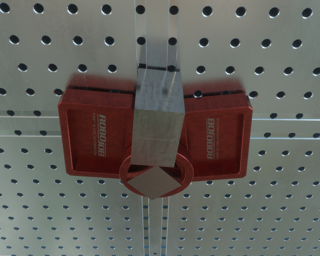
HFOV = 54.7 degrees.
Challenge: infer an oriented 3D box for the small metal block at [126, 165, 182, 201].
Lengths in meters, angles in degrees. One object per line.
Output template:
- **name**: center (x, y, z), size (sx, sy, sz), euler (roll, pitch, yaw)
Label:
- **small metal block**: center (-0.007, 0.063, 0.405), size (0.050, 0.025, 0.050), euler (-32, 124, 24)

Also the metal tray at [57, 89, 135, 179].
- **metal tray**: center (-0.081, 0.013, 0.413), size (0.091, 0.030, 0.129), euler (5, 130, -4)

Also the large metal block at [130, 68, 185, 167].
- **large metal block**: center (-0.005, -0.012, 0.360), size (0.050, 0.080, 0.079), euler (5, 130, -4)

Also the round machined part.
- **round machined part**: center (-0.004, 0.049, 0.425), size (0.099, 0.042, 0.097), euler (0, 130, 0)

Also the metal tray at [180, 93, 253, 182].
- **metal tray**: center (0.072, 0.018, 0.419), size (0.091, 0.030, 0.129), euler (-5, 130, 4)
